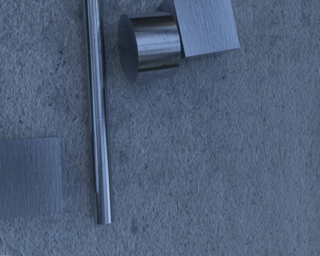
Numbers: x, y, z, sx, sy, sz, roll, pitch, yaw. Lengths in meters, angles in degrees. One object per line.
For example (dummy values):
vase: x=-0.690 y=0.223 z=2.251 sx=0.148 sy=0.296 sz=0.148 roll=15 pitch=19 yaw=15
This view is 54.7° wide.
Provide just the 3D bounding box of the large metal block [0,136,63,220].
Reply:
large metal block: x=-0.152 y=0.051 z=0.340 sx=0.081 sy=0.050 sz=0.079 roll=-3 pitch=91 yaw=-20

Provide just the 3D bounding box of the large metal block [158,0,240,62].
large metal block: x=0.051 y=-0.136 z=0.415 sx=0.081 sy=0.050 sz=0.080 roll=-14 pitch=95 yaw=-20

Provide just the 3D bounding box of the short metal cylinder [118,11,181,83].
short metal cylinder: x=-0.015 y=-0.097 z=0.374 sx=0.050 sy=0.080 sz=0.080 roll=-12 pitch=94 yaw=-20

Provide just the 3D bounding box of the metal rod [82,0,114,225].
metal rod: x=-0.077 y=-0.034 z=0.380 sx=0.025 sy=0.025 sz=0.298 roll=-3 pitch=91 yaw=-20
